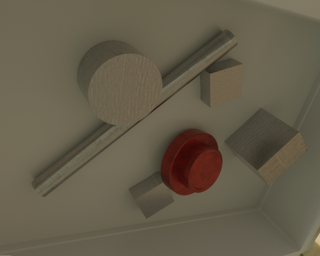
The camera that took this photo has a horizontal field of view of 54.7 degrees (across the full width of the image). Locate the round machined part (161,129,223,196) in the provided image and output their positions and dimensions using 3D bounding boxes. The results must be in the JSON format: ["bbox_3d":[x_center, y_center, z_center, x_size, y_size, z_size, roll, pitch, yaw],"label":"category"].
[{"bbox_3d":[0.052,0.054,0.446,0.099,0.042,0.097,-18,120,-35],"label":"round machined part"}]

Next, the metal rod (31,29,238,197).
[{"bbox_3d":[-0.029,-0.020,0.381,0.301,0.025,0.025,-38,130,-3],"label":"metal rod"}]

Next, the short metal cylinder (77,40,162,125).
[{"bbox_3d":[-0.045,-0.050,0.339,0.081,0.050,0.079,-14,125,-21],"label":"short metal cylinder"}]

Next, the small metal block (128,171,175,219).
[{"bbox_3d":[-0.012,0.101,0.467,0.050,0.025,0.050,-30,129,-9],"label":"small metal block"}]

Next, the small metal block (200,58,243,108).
[{"bbox_3d":[0.083,-0.061,0.418,0.050,0.025,0.050,-19,126,-18],"label":"small metal block"}]

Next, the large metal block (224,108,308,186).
[{"bbox_3d":[0.163,0.027,0.482,0.080,0.080,0.050,-43,130,1],"label":"large metal block"}]
